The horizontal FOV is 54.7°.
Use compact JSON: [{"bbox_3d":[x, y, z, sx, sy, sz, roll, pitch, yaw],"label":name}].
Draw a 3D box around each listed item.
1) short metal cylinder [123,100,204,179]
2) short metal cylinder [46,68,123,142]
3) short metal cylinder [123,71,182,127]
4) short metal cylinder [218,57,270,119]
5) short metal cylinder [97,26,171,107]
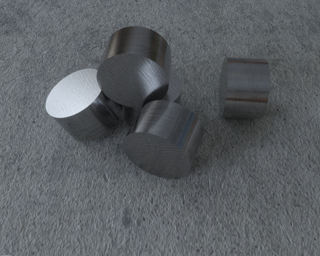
[{"bbox_3d":[0.005,0.014,0.355,0.080,0.080,0.050,17,52,13],"label":"short metal cylinder"},{"bbox_3d":[-0.095,-0.030,0.395,0.080,0.050,0.080,-13,49,16],"label":"short metal cylinder"},{"bbox_3d":[-0.012,-0.039,0.419,0.081,0.050,0.080,0,50,0],"label":"short metal cylinder"},{"bbox_3d":[0.109,-0.053,0.413,0.050,0.080,0.080,4,50,3],"label":"short metal cylinder"},{"bbox_3d":[-0.028,-0.069,0.361,0.080,0.080,0.050,4,51,3],"label":"short metal cylinder"}]
